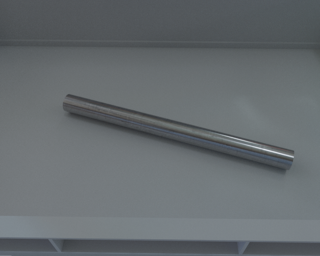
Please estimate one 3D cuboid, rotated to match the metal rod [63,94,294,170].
[{"bbox_3d":[0.014,0.002,0.402,0.301,0.025,0.025,15,52,12],"label":"metal rod"}]
